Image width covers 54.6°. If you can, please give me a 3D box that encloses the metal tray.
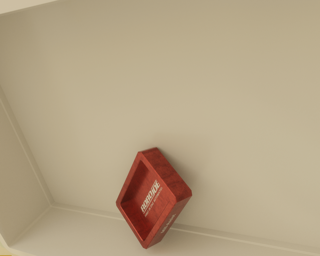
[{"bbox_3d":[-0.015,0.103,0.451,0.090,0.030,0.129,50,133,29],"label":"metal tray"}]
